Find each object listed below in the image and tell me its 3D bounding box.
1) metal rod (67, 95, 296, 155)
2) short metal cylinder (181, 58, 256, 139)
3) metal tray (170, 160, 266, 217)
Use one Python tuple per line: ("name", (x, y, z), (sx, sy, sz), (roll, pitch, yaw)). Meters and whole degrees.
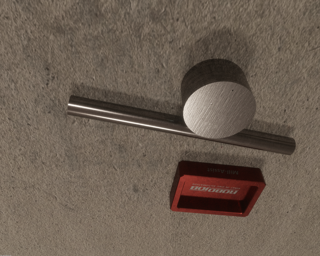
("metal rod", (0.035, -0.001, 0.406), (0.302, 0.025, 0.025), (10, 129, -10))
("short metal cylinder", (0.066, -0.034, 0.363), (0.081, 0.050, 0.079), (0, 130, 0))
("metal tray", (0.087, 0.098, 0.488), (0.131, 0.030, 0.089), (6, 130, -6))
